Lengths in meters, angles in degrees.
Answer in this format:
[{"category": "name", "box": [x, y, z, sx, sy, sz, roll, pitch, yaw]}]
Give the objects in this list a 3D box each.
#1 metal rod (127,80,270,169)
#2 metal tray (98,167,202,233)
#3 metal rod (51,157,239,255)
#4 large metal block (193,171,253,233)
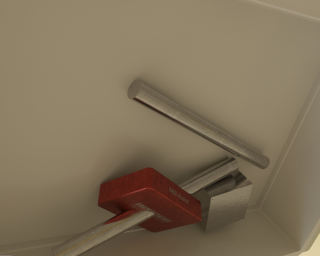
[{"category": "metal rod", "box": [0.076, 0.008, 0.457, 0.301, 0.025, 0.025, 27, 104, -38]}, {"category": "metal tray", "box": [-0.011, 0.107, 0.439, 0.090, 0.030, 0.130, -23, 136, 27]}, {"category": "metal rod", "box": [-0.002, 0.109, 0.446, 0.302, 0.025, 0.025, -21, 127, -28]}, {"category": "large metal block", "box": [0.102, 0.120, 0.525, 0.081, 0.050, 0.079, -12, 124, -23]}]
